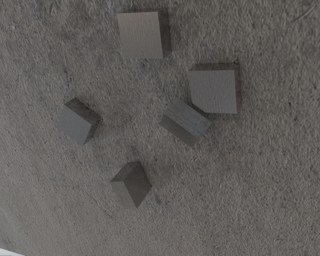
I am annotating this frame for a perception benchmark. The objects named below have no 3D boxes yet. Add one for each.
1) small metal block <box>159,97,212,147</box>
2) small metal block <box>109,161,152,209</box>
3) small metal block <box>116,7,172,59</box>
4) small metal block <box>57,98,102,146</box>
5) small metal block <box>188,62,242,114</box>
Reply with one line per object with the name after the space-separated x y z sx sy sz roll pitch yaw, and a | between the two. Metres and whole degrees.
0.029 -0.005 0.372 0.050 0.025 0.050 36 166 4 | small metal block
-0.042 0.085 0.466 0.025 0.050 0.050 -10 114 32 | small metal block
-0.017 -0.107 0.350 0.050 0.025 0.050 7 122 24 | small metal block
-0.122 -0.009 0.466 0.050 0.025 0.050 36 129 4 | small metal block
0.062 -0.045 0.346 0.050 0.025 0.050 4 120 26 | small metal block
